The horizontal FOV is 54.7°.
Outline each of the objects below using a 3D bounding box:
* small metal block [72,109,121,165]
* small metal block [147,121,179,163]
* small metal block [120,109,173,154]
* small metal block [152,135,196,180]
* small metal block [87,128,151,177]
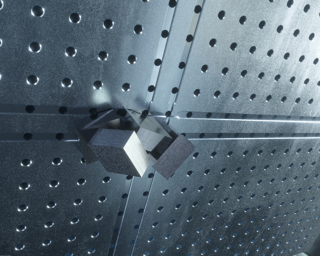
[{"bbox_3d":[-0.074,0.010,0.379,0.050,0.025,0.050,-18,126,-18],"label":"small metal block"},{"bbox_3d":[0.008,0.027,0.434,0.050,0.025,0.050,-46,130,3],"label":"small metal block"},{"bbox_3d":[-0.020,0.005,0.388,0.050,0.050,0.025,20,108,-36],"label":"small metal block"},{"bbox_3d":[0.020,0.036,0.395,0.050,0.025,0.050,-49,173,6],"label":"small metal block"},{"bbox_3d":[-0.046,0.028,0.353,0.025,0.050,0.050,-61,141,-36],"label":"small metal block"}]
